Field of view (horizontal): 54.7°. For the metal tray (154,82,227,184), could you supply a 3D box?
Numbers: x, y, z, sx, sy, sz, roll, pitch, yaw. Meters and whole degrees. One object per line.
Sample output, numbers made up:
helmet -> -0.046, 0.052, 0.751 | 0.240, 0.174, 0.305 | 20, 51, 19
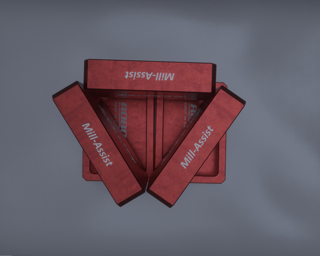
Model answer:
metal tray -> 0.039, 0.005, 0.408 | 0.091, 0.030, 0.129 | 1, 89, 0

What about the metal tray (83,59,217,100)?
metal tray -> -0.010, -0.051, 0.346 | 0.131, 0.090, 0.030 | 2, 91, 0

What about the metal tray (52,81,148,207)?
metal tray -> -0.060, 0.015, 0.346 | 0.030, 0.090, 0.130 | -31, 90, 1

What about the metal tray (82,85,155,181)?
metal tray -> -0.053, 0.003, 0.408 | 0.091, 0.030, 0.129 | 0, 89, 0

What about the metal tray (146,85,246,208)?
metal tray -> 0.036, 0.018, 0.346 | 0.030, 0.090, 0.130 | 35, 90, 0
